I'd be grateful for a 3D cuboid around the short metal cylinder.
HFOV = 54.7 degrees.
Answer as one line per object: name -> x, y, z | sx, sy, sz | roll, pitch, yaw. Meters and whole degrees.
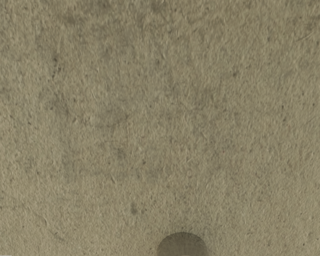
short metal cylinder -> 0.036, 0.209, 0.474 | 0.081, 0.050, 0.079 | 0, 110, -1
